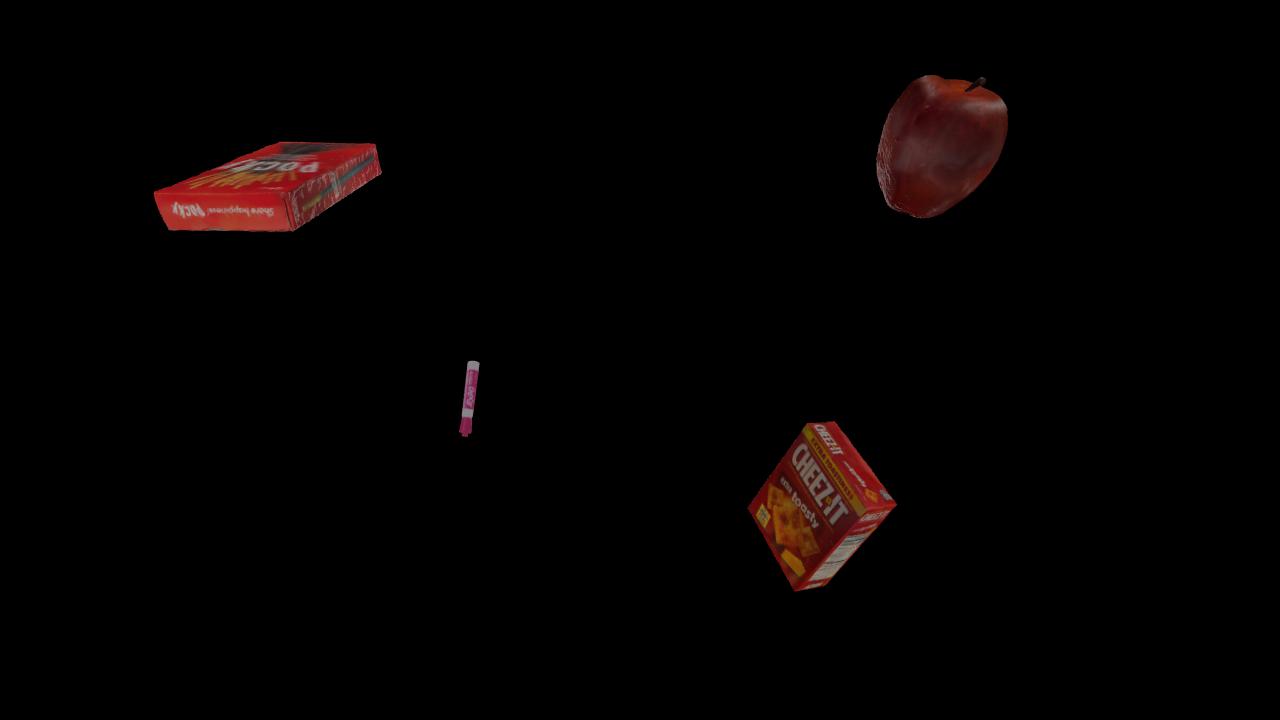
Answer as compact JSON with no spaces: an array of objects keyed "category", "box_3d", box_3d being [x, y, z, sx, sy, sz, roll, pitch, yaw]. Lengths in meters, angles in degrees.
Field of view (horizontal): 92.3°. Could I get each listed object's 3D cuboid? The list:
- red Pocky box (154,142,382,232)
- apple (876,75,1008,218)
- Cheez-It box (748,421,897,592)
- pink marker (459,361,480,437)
[{"category":"red Pocky box","box_3d":[-0.256,-0.130,0.445,0.083,0.028,0.155,1,31,-1]},{"category":"apple","box_3d":[0.201,-0.143,0.413,0.079,0.093,0.079,8,42,-7]},{"category":"Cheez-It box","box_3d":[0.275,0.231,0.966,0.071,0.223,0.166,0,42,-28]},{"category":"pink marker","box_3d":[-0.268,0.061,0.968,0.020,0.121,0.020,1,-20,0]}]
